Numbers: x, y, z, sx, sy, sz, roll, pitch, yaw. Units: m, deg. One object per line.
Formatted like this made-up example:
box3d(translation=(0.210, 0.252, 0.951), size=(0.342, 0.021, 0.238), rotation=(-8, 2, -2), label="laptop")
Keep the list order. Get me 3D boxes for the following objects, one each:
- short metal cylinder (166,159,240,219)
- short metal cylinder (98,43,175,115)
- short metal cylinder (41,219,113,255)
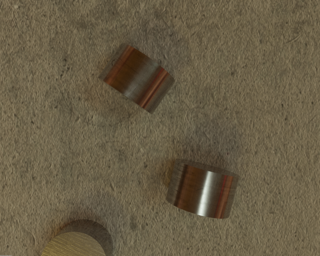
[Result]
box3d(translation=(0.052, 0.073, 0.383), size=(0.080, 0.080, 0.050), rotation=(14, 90, 0), label="short metal cylinder")
box3d(translation=(-0.029, -0.059, 0.382), size=(0.080, 0.080, 0.050), rotation=(34, 90, 0), label="short metal cylinder")
box3d(translation=(-0.104, 0.164, 0.397), size=(0.081, 0.050, 0.080), rotation=(0, 90, 0), label="short metal cylinder")
